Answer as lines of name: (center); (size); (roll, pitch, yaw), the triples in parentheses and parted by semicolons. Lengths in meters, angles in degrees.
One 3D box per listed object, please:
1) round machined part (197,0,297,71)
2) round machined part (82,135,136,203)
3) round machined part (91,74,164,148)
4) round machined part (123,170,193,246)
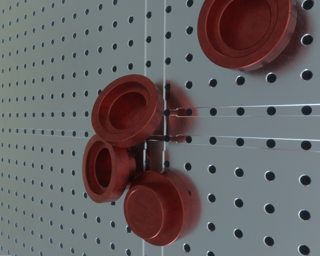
round machined part: (0.092, -0.108, 0.322); (0.098, 0.042, 0.097); (0, 90, 39)
round machined part: (-0.071, 0.057, 0.447); (0.098, 0.042, 0.097); (-6, 81, 50)
round machined part: (-0.038, -0.019, 0.412); (0.098, 0.042, 0.098); (-12, 61, 22)
round machined part: (-0.009, 0.105, 0.404); (0.098, 0.042, 0.097); (0, 90, 39)
